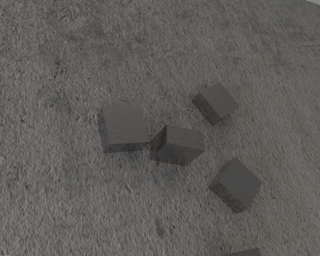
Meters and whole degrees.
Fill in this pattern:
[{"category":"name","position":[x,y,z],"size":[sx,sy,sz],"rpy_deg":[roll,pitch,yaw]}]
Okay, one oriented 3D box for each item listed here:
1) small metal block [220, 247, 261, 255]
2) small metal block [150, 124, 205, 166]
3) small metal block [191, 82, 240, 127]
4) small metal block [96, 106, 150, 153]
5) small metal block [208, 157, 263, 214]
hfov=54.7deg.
[{"category":"small metal block","position":[0.076,0.151,0.336],"size":[0.050,0.050,0.025],"rpy_deg":[1,62,-28]},{"category":"small metal block","position":[0.020,0.023,0.384],"size":[0.050,0.050,0.025],"rpy_deg":[13,57,-21]},{"category":"small metal block","position":[0.085,-0.037,0.472],"size":[0.050,0.025,0.050],"rpy_deg":[-30,78,-38]},{"category":"small metal block","position":[-0.046,0.001,0.378],"size":[0.050,0.025,0.050],"rpy_deg":[-2,63,-29]},{"category":"small metal block","position":[0.101,0.076,0.411],"size":[0.050,0.025,0.050],"rpy_deg":[44,51,2]}]
